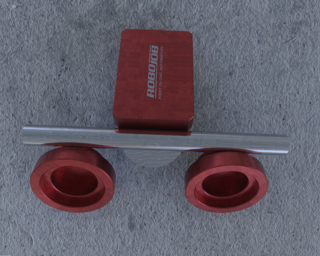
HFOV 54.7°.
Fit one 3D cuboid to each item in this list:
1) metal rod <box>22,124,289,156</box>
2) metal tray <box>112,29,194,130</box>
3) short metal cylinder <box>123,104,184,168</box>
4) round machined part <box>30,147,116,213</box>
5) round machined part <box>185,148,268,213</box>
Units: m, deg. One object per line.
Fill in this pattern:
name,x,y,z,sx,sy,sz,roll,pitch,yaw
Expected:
metal rod,-0.004,0.014,0.362,0.302,0.025,0.025,2,90,-1
metal tray,-0.006,-0.062,0.381,0.091,0.030,0.130,2,64,-1
short metal cylinder,-0.009,0.008,0.399,0.081,0.050,0.079,0,90,-1
round machined part,-0.104,0.059,0.385,0.099,0.042,0.097,-1,129,-1
round machined part,0.080,0.061,0.386,0.099,0.042,0.097,0,133,0
